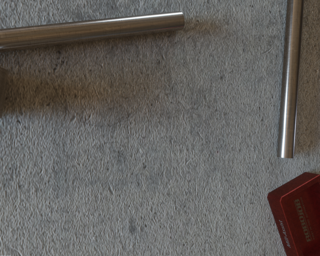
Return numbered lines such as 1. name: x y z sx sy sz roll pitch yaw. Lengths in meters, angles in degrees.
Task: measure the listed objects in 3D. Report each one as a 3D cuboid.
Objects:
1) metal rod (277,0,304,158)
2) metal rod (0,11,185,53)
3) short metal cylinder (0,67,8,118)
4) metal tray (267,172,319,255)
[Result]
1. metal rod: 0.207 -0.102 0.487 0.025 0.025 0.298 5 88 -20
2. metal rod: -0.111 -0.112 0.368 0.302 0.025 0.025 -13 95 -20
3. short metal cylinder: -0.198 -0.039 0.306 0.081 0.080 0.050 7 88 -20
4. metal tray: 0.233 0.148 0.494 0.091 0.030 0.129 -23 98 -19
